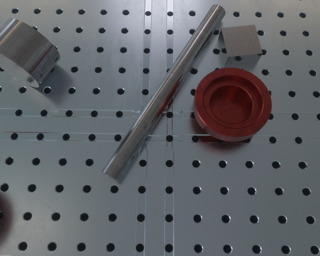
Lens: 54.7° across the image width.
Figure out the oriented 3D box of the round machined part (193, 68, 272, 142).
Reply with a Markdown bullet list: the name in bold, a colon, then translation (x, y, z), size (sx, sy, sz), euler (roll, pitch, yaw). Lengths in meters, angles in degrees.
- **round machined part**: translation (0.093, -0.028, 0.414), size (0.099, 0.042, 0.098), euler (0, 70, 0)

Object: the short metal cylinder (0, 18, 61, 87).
- **short metal cylinder**: translation (-0.184, -0.099, 0.417), size (0.080, 0.080, 0.050), euler (27, 72, 9)

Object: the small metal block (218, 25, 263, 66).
- **small metal block**: translation (0.118, -0.122, 0.457), size (0.050, 0.025, 0.050), euler (-6, 70, -3)

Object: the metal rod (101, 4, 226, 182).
- **metal rod**: translation (0.013, -0.060, 0.433), size (0.025, 0.025, 0.300), euler (29, 72, 10)
